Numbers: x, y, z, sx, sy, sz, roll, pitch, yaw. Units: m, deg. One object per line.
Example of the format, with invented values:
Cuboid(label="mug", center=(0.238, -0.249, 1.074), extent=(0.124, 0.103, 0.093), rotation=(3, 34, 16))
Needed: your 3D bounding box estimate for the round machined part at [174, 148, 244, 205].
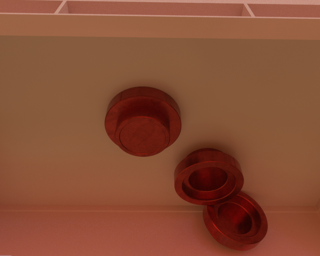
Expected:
Cuboid(label="round machined part", center=(0.070, 0.068, 0.456), extent=(0.099, 0.042, 0.097), rotation=(0, 130, 0))

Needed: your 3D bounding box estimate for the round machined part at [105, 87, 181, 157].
Cuboid(label="round machined part", center=(-0.022, -0.001, 0.397), extent=(0.099, 0.042, 0.097), rotation=(0, 130, 0))

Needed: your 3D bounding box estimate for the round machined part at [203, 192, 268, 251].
Cuboid(label="round machined part", center=(0.114, 0.147, 0.487), extent=(0.099, 0.098, 0.042), rotation=(11, 130, -10))
